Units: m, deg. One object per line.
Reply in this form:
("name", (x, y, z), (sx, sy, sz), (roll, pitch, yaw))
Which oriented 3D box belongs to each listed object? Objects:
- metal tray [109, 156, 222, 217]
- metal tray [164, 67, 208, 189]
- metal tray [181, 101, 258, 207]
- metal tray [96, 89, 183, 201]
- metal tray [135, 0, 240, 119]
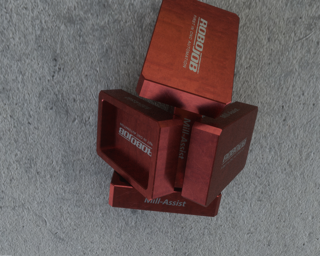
("metal tray", (0.006, 0.070, 0.402), (0.131, 0.090, 0.030), (7, 110, -3))
("metal tray", (0.026, -0.004, 0.375), (0.030, 0.090, 0.129), (7, 110, -3))
("metal tray", (0.075, 0.024, 0.368), (0.030, 0.131, 0.089), (18, 113, 29))
("metal tray", (-0.031, 0.013, 0.364), (0.030, 0.130, 0.089), (-9, 115, -36))
("metal tray", (0.034, -0.082, 0.332), (0.091, 0.130, 0.030), (17, 150, -7))
